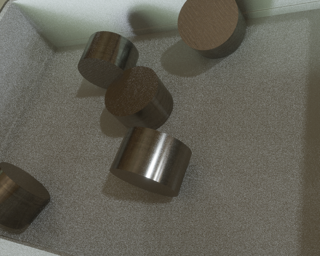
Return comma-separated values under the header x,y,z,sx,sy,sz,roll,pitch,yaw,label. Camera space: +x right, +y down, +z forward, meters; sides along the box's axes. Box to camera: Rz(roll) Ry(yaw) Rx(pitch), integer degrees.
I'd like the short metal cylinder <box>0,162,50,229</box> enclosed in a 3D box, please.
x,y,z,sx,sy,sz,roll,pitch,yaw,label
-0.199,0.091,0.420,0.080,0.080,0.050,33,80,38,short metal cylinder

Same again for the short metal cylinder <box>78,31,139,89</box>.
x,y,z,sx,sy,sz,roll,pitch,yaw,label
-0.078,-0.101,0.473,0.080,0.080,0.050,1,62,28,short metal cylinder

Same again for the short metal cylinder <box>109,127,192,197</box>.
x,y,z,sx,sy,sz,roll,pitch,yaw,label
-0.010,0.040,0.351,0.080,0.080,0.050,8,66,32,short metal cylinder

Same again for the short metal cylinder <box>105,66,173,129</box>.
x,y,z,sx,sy,sz,roll,pitch,yaw,label
-0.028,-0.038,0.428,0.080,0.050,0.080,-13,56,21,short metal cylinder

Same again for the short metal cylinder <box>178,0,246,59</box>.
x,y,z,sx,sy,sz,roll,pitch,yaw,label
0.071,-0.139,0.418,0.080,0.050,0.080,-1,88,25,short metal cylinder
